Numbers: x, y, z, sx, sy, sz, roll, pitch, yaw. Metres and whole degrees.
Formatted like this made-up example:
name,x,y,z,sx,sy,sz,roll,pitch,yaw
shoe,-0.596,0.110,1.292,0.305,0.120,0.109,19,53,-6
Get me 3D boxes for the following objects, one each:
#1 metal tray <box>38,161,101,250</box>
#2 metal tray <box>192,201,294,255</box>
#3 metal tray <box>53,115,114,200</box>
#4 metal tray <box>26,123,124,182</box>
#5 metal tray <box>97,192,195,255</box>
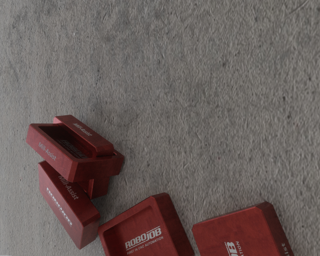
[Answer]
name,x,y,z,sx,sy,sz,roll,pitch,yaw
metal tray,-0.148,0.118,0.494,0.130,0.030,0.089,45,140,24
metal tray,0.096,0.153,0.323,0.090,0.030,0.129,-30,71,36
metal tray,-0.129,0.043,0.494,0.130,0.030,0.089,29,117,39
metal tray,-0.129,0.032,0.468,0.130,0.091,0.030,29,109,36
metal tray,-0.025,0.155,0.422,0.130,0.030,0.090,-37,67,33
